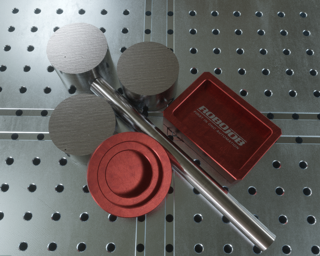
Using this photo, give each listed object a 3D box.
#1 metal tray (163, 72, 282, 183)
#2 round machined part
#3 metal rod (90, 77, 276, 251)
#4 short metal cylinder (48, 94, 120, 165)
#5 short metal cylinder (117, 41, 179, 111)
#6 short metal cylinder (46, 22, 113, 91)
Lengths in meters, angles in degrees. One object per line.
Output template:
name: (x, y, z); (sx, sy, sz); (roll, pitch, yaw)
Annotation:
metal tray: (0.079, -0.003, 0.409); (0.130, 0.030, 0.090); (42, 76, 13)
round machined part: (-0.039, 0.054, 0.371); (0.099, 0.042, 0.097); (1, 85, -18)
metal rod: (0.020, 0.037, 0.399); (0.300, 0.025, 0.025); (42, 75, 14)
short metal cylinder: (-0.094, 0.003, 0.396); (0.081, 0.050, 0.080); (0, 70, 0)
short metal cylinder: (-0.015, -0.070, 0.423); (0.081, 0.050, 0.080); (0, 70, 0)
short metal cylinder: (-0.110, -0.099, 0.434); (0.081, 0.050, 0.080); (0, 70, 0)
